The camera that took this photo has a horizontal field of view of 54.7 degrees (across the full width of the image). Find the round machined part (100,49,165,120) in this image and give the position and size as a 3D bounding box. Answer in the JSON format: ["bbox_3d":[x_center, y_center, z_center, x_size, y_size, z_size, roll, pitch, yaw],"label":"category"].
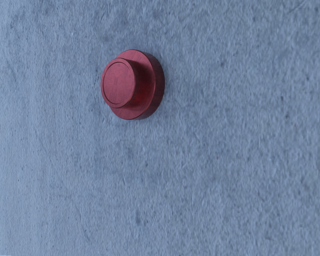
[{"bbox_3d":[-0.045,-0.060,0.428,0.098,0.042,0.097,0,90,39],"label":"round machined part"}]
